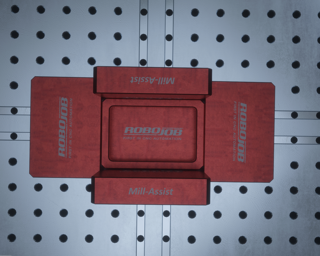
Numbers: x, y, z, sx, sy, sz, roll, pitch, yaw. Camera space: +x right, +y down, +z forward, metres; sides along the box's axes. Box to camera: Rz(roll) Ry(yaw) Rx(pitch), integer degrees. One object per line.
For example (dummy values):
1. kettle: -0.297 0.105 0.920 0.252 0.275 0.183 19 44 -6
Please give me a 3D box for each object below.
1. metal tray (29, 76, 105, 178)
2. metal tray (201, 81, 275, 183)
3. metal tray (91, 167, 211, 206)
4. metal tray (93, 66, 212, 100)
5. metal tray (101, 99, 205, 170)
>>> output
1. metal tray: -0.120 -0.001 0.409 0.091 0.030 0.129 1 90 -1
2. metal tray: 0.102 0.005 0.410 0.091 0.030 0.129 1 90 -2
3. metal tray: -0.010 0.068 0.379 0.131 0.090 0.030 1 90 -1
4. metal tray: -0.008 -0.052 0.381 0.131 0.090 0.030 1 90 -1
5. metal tray: -0.009 0.008 0.408 0.131 0.030 0.089 1 90 -1
